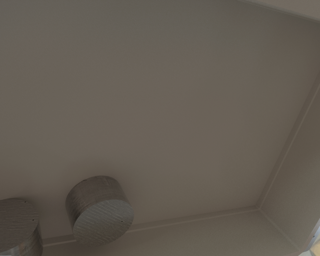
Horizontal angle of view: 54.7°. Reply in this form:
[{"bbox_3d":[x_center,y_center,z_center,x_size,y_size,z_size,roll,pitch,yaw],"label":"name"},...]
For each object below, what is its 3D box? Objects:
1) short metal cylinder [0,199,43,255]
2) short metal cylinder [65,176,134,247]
[{"bbox_3d":[-0.179,0.128,0.355,0.081,0.080,0.050,-9,123,-24],"label":"short metal cylinder"},{"bbox_3d":[-0.082,0.112,0.418,0.081,0.050,0.079,-14,125,-21],"label":"short metal cylinder"}]
